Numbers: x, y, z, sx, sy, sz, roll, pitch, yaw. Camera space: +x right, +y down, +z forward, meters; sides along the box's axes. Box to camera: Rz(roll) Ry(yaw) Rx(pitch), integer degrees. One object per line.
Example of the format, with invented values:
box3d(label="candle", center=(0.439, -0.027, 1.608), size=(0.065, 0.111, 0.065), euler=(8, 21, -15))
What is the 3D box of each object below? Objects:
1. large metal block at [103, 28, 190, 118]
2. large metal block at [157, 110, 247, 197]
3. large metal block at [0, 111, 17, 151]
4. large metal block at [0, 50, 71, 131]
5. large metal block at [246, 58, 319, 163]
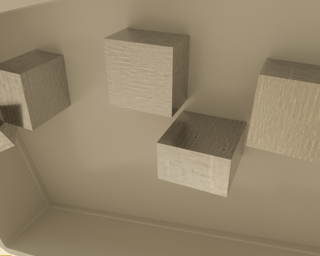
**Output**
box3d(label="large metal block", center=(-0.013, -0.066, 0.358), size=(0.080, 0.050, 0.079), euler=(13, 124, 20))
box3d(label="large metal block", center=(0.050, 0.026, 0.362), size=(0.080, 0.080, 0.050), euler=(12, 123, 21))
box3d(label="large metal block", center=(-0.255, -0.001, 0.440), size=(0.080, 0.080, 0.050), euler=(-23, 132, 1))
box3d(label="large metal block", center=(-0.174, -0.055, 0.428), size=(0.050, 0.080, 0.079), euler=(14, 124, 19))
box3d(label="large metal block", center=(0.137, -0.018, 0.309), size=(0.080, 0.050, 0.079), euler=(14, 124, 20))
